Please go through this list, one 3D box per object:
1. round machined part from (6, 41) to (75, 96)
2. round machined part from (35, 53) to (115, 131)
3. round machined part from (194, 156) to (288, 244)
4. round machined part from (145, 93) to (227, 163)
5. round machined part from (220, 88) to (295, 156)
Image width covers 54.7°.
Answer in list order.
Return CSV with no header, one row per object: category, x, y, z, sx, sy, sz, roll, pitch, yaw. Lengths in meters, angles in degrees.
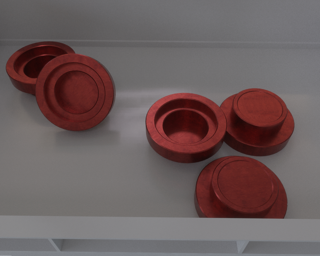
round machined part,-0.171,-0.084,0.463,0.099,0.042,0.098,0,50,0
round machined part,-0.108,-0.048,0.410,0.099,0.097,0.042,-1,10,-1
round machined part,0.088,0.070,0.336,0.099,0.042,0.098,0,50,0
round machined part,0.032,0.004,0.391,0.099,0.042,0.098,0,50,0
round machined part,0.126,-0.015,0.407,0.099,0.042,0.098,0,50,0
